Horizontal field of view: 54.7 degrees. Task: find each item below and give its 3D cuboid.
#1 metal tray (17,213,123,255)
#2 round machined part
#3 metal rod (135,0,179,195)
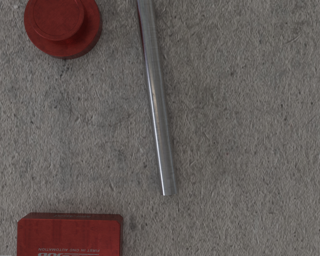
[{"bbox_3d":[-0.116,0.161,0.407,0.131,0.030,0.089,1,90,0],"label":"metal tray"},{"bbox_3d":[-0.128,-0.141,0.400,0.099,0.042,0.097,0,90,0],"label":"round machined part"},{"bbox_3d":[-0.007,-0.062,0.409,0.025,0.025,0.298,-8,90,0],"label":"metal rod"}]
